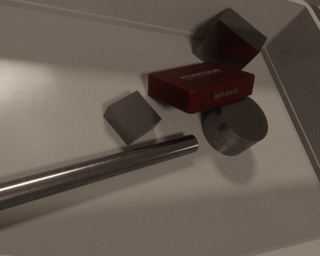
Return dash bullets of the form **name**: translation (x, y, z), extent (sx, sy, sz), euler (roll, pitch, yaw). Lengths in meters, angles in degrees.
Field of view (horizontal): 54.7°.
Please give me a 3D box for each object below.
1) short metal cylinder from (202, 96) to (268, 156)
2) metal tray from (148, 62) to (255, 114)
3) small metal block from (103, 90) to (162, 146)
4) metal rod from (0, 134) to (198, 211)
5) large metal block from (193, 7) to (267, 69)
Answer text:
- **short metal cylinder**: translation (0.109, -0.005, 0.454), extent (0.081, 0.050, 0.080), euler (14, 56, -21)
- **metal tray**: translation (0.060, -0.062, 0.442), extent (0.131, 0.030, 0.090), euler (-19, 33, -35)
- **small metal block**: translation (-0.035, -0.013, 0.396), extent (0.050, 0.025, 0.050), euler (50, 51, 6)
- **metal rod**: translation (-0.079, 0.048, 0.334), extent (0.303, 0.025, 0.025), euler (-13, 69, -34)
- **large metal block**: translation (0.116, -0.137, 0.519), extent (0.080, 0.080, 0.050), euler (38, 51, -3)
